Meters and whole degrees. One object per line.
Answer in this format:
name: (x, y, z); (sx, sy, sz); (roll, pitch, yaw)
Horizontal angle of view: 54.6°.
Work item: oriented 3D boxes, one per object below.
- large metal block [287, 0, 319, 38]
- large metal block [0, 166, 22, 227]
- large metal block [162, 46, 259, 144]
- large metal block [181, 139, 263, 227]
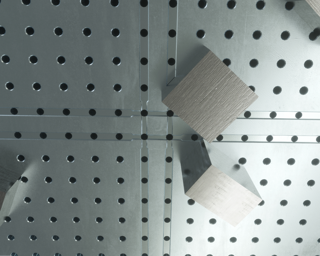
large metal block: (0.209, -0.145, 0.348); (0.080, 0.050, 0.080); (41, 105, -14)
large metal block: (-0.253, 0.095, 0.433); (0.080, 0.050, 0.080); (23, 108, -8)
large metal block: (0.059, -0.042, 0.385); (0.080, 0.050, 0.080); (40, 105, -14)
large metal block: (0.077, 0.069, 0.410); (0.080, 0.080, 0.050); (35, 106, -12)
